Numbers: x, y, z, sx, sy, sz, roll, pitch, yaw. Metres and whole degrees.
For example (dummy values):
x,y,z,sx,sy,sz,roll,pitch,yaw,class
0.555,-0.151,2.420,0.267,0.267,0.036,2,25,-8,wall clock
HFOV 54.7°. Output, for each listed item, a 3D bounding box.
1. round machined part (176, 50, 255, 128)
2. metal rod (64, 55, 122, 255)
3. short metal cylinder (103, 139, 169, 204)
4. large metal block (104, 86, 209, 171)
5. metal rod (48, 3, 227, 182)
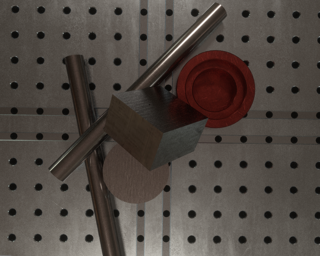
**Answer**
x,y,z,sx,sy,sz,roll,pitch,yaw,class
0.069,-0.049,0.406,0.099,0.042,0.097,0,90,-1,round machined part
-0.086,0.052,0.412,0.025,0.025,0.298,-11,90,0,metal rod
-0.029,0.052,0.401,0.081,0.050,0.079,0,90,0,short metal cylinder
-0.005,-0.004,0.364,0.080,0.081,0.050,38,125,29,large metal block
-0.024,-0.050,0.397,0.025,0.025,0.300,44,83,0,metal rod
